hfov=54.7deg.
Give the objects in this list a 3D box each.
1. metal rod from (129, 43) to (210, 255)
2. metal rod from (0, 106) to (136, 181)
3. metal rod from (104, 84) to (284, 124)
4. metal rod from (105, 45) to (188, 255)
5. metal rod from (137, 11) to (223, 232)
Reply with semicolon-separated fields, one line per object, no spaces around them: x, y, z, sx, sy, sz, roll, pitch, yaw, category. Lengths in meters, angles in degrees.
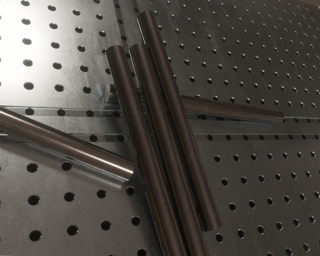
0.010;0.031;0.375;0.025;0.025;0.299;-6;71;-31;metal rod
-0.167;-0.010;0.324;0.302;0.025;0.025;24;53;-14;metal rod
0.067;-0.031;0.465;0.302;0.025;0.025;6;59;-26;metal rod
-0.015;0.038;0.358;0.025;0.025;0.299;-8;72;-32;metal rod
0.022;-0.019;0.405;0.025;0.025;0.299;-8;75;-32;metal rod
